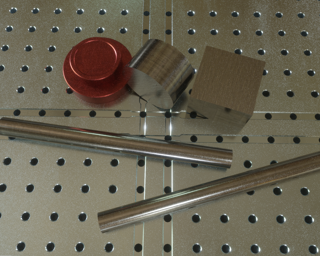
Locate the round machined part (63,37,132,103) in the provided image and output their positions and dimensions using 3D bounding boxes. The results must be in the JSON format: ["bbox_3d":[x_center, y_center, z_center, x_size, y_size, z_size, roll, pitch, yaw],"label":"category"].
[{"bbox_3d":[-0.087,-0.087,0.434,0.099,0.042,0.098,0,70,-1],"label":"round machined part"}]

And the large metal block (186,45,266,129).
[{"bbox_3d":[0.088,-0.055,0.420,0.080,0.050,0.080,17,71,6],"label":"large metal block"}]

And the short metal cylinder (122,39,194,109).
[{"bbox_3d":[-0.002,-0.070,0.408,0.080,0.080,0.050,33,73,11],"label":"short metal cylinder"}]

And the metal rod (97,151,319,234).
[{"bbox_3d":[0.074,0.076,0.384,0.302,0.025,0.025,-14,71,-6],"label":"metal rod"}]

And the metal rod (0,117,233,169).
[{"bbox_3d":[-0.059,0.019,0.404,0.302,0.025,0.025,8,70,2],"label":"metal rod"}]
